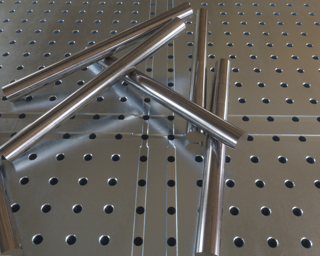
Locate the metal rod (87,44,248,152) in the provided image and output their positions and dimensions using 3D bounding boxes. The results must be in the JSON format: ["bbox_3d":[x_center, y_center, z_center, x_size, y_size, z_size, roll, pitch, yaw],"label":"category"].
[{"bbox_3d":[-0.011,-0.055,0.432,0.025,0.025,0.300,-37,52,-26],"label":"metal rod"}]

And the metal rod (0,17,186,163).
[{"bbox_3d":[-0.080,-0.061,0.422,0.301,0.025,0.025,-41,60,-16],"label":"metal rod"}]

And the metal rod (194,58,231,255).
[{"bbox_3d":[0.073,0.013,0.397,0.025,0.025,0.300,8,50,7],"label":"metal rod"}]

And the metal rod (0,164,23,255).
[{"bbox_3d":[-0.219,0.025,0.386,0.025,0.025,0.300,-23,54,-18],"label":"metal rod"}]

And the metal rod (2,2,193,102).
[{"bbox_3d":[-0.088,-0.116,0.466,0.301,0.025,0.025,-27,54,-7],"label":"metal rod"}]

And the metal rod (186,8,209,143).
[{"bbox_3d":[0.063,-0.102,0.494,0.025,0.025,0.300,5,50,4],"label":"metal rod"}]
